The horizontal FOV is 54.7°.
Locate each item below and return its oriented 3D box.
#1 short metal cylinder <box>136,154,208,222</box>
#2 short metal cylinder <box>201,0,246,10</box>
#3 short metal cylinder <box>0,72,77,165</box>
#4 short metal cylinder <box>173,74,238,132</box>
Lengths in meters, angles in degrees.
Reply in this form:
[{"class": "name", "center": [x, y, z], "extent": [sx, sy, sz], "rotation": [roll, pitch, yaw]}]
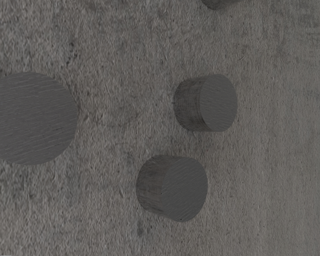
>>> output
[{"class": "short metal cylinder", "center": [0.016, 0.076, 0.402], "extent": [0.081, 0.050, 0.080], "rotation": [0, 90, -40]}, {"class": "short metal cylinder", "center": [0.098, -0.226, 0.469], "extent": [0.081, 0.050, 0.080], "rotation": [0, 90, -40]}, {"class": "short metal cylinder", "center": [-0.125, -0.008, 0.284], "extent": [0.081, 0.050, 0.080], "rotation": [0, 90, -40]}, {"class": "short metal cylinder", "center": [0.066, -0.034, 0.443], "extent": [0.081, 0.050, 0.080], "rotation": [0, 90, -40]}]
